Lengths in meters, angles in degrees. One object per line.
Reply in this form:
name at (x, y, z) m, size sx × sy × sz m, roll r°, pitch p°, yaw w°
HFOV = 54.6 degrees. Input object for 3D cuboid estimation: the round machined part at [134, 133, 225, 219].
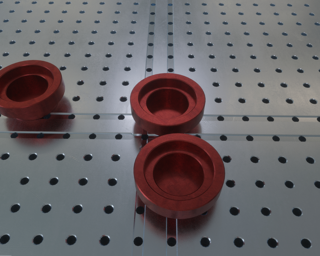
round machined part at (0.021, 0.056, 0.350) m, size 0.099 × 0.042 × 0.098 m, roll 0°, pitch 50°, yaw 0°

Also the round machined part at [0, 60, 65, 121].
round machined part at (-0.184, -0.049, 0.437) m, size 0.099 × 0.042 × 0.098 m, roll 0°, pitch 50°, yaw 0°

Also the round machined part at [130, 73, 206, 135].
round machined part at (0.010, -0.027, 0.420) m, size 0.099 × 0.042 × 0.098 m, roll 0°, pitch 50°, yaw 0°
